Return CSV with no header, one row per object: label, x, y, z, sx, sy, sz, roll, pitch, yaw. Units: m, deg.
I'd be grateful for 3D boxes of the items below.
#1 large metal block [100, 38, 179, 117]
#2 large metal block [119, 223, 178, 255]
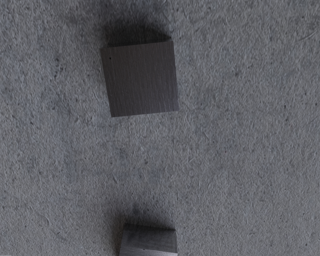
large metal block,-0.021,-0.062,0.373,0.080,0.050,0.079,-6,110,2
large metal block,-0.022,0.198,0.469,0.081,0.050,0.079,9,110,-4
